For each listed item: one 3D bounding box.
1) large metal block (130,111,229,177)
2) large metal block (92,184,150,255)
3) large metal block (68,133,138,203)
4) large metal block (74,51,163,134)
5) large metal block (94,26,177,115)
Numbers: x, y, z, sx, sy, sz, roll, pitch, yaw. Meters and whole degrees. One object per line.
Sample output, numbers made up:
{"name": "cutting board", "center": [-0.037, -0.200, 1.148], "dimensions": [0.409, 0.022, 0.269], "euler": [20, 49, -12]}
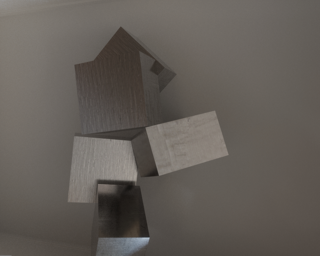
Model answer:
{"name": "large metal block", "center": [0.018, 0.021, 0.357], "dimensions": [0.081, 0.080, 0.050], "euler": [-14, 84, -19]}
{"name": "large metal block", "center": [-0.050, 0.122, 0.355], "dimensions": [0.050, 0.080, 0.079], "euler": [5, 118, -15]}
{"name": "large metal block", "center": [-0.073, 0.051, 0.403], "dimensions": [0.081, 0.050, 0.079], "euler": [6, 92, -15]}
{"name": "large metal block", "center": [-0.046, -0.037, 0.360], "dimensions": [0.080, 0.050, 0.080], "euler": [-7, 88, 19]}
{"name": "large metal block", "center": [-0.040, -0.071, 0.410], "dimensions": [0.080, 0.050, 0.080], "euler": [46, 104, 14]}
